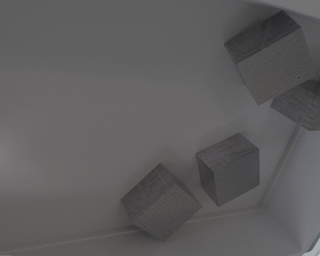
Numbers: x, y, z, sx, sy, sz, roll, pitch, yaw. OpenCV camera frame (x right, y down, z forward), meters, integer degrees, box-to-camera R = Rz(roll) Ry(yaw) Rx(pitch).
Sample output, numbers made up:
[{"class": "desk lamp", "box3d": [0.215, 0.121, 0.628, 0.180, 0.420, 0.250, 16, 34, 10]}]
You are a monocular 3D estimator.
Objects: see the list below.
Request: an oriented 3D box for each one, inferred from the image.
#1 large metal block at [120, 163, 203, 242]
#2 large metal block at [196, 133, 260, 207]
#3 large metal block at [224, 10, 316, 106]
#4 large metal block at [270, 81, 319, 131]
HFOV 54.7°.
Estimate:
[{"class": "large metal block", "box3d": [0.003, 0.112, 0.464, 0.080, 0.050, 0.080, -43, 129, 1]}, {"class": "large metal block", "box3d": [0.109, 0.066, 0.493, 0.081, 0.050, 0.080, -24, 127, -14]}, {"class": "large metal block", "box3d": [0.142, -0.088, 0.400, 0.080, 0.050, 0.080, -29, 131, 15]}, {"class": "large metal block", "box3d": [0.236, -0.038, 0.478, 0.081, 0.080, 0.050, -1, 119, -28]}]
